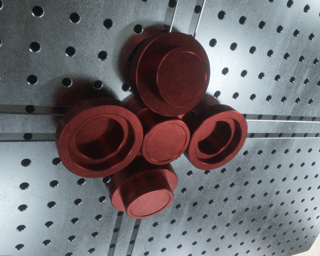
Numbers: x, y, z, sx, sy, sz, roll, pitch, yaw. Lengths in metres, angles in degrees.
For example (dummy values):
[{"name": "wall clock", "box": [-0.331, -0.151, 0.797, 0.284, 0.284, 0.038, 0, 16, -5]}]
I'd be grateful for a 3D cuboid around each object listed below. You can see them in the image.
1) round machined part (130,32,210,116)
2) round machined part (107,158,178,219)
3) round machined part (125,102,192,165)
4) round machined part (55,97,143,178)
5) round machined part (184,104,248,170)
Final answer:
[{"name": "round machined part", "box": [0.018, -0.061, 0.359, 0.099, 0.042, 0.097, -8, 107, -25]}, {"name": "round machined part", "box": [-0.020, 0.090, 0.431, 0.099, 0.042, 0.097, -15, 139, -14]}, {"name": "round machined part", "box": [0.000, 0.009, 0.406, 0.099, 0.042, 0.097, -14, 125, -21]}, {"name": "round machined part", "box": [-0.073, 0.008, 0.366, 0.099, 0.042, 0.097, -14, 125, -21]}, {"name": "round machined part", "box": [0.074, 0.009, 0.448, 0.099, 0.042, 0.097, -14, 125, -21]}]
